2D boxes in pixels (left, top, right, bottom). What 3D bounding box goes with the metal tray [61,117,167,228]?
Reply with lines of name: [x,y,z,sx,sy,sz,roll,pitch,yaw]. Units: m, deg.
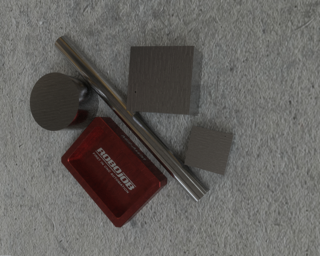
metal tray: [-0.065,0.058,0.429,0.130,0.030,0.090,46,104,14]

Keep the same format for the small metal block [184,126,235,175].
small metal block: [0.063,0.027,0.388,0.050,0.025,0.050,14,95,19]

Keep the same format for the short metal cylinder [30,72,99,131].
short metal cylinder: [-0.136,-0.036,0.443,0.080,0.050,0.079,0,90,19]

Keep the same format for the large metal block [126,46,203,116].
large metal block: [0.007,-0.058,0.394,0.080,0.050,0.079,5,92,19]

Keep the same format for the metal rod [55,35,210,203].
metal rod: [-0.046,-0.021,0.425,0.025,0.025,0.300,-46,76,14]
